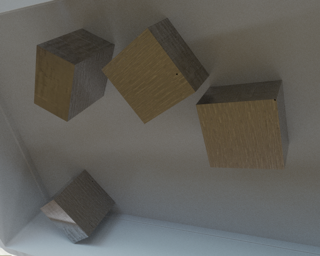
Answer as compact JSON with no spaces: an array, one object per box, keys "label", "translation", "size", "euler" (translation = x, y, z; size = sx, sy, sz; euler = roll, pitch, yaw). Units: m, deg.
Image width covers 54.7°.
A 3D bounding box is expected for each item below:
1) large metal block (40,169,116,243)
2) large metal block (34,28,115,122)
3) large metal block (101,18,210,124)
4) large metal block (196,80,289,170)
[{"label":"large metal block","translation":[-0.137,0.131,0.524],"size":[0.050,0.080,0.080],"euler":[-34,100,38]},{"label":"large metal block","translation":[-0.106,-0.068,0.385],"size":[0.050,0.080,0.079],"euler":[28,128,10]},{"label":"large metal block","translation":[-0.005,-0.064,0.355],"size":[0.080,0.050,0.080],"euler":[-31,102,37]},{"label":"large metal block","translation":[0.093,-0.003,0.341],"size":[0.080,0.050,0.080],"euler":[-2,118,29]}]
